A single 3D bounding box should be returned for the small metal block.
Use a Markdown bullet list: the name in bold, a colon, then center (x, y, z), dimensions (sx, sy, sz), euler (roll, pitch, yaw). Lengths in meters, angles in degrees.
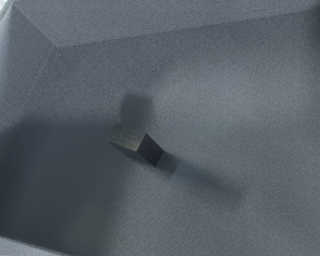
- **small metal block**: center (-0.031, 0.022, 0.393), dimensions (0.050, 0.050, 0.025), euler (16, 71, 34)
